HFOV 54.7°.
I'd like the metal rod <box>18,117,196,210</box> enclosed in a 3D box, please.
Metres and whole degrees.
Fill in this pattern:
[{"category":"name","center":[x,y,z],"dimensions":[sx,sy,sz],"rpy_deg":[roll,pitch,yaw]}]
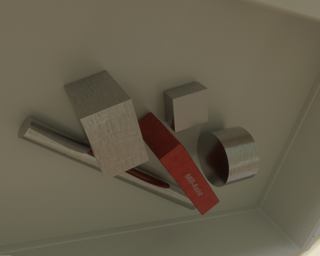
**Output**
[{"category":"metal rod","center":[-0.044,0.062,0.422],"dimensions":[0.301,0.025,0.025],"rpy_deg":[32,100,-39]}]

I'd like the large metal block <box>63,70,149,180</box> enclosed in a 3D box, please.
[{"category":"large metal block","center":[-0.059,-0.005,0.337],"dimensions":[0.050,0.080,0.080],"rpy_deg":[-24,128,-14]}]

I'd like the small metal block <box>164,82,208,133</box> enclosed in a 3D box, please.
[{"category":"small metal block","center":[0.035,-0.028,0.409],"dimensions":[0.050,0.025,0.050],"rpy_deg":[-19,126,-18]}]

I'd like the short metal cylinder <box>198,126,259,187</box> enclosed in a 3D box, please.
[{"category":"short metal cylinder","center":[0.097,0.041,0.452],"dimensions":[0.050,0.080,0.079],"rpy_deg":[-11,123,-22]}]

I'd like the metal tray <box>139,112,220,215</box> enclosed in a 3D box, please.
[{"category":"metal tray","center":[0.022,0.048,0.407],"dimensions":[0.030,0.090,0.130],"rpy_deg":[-38,130,-4]}]
